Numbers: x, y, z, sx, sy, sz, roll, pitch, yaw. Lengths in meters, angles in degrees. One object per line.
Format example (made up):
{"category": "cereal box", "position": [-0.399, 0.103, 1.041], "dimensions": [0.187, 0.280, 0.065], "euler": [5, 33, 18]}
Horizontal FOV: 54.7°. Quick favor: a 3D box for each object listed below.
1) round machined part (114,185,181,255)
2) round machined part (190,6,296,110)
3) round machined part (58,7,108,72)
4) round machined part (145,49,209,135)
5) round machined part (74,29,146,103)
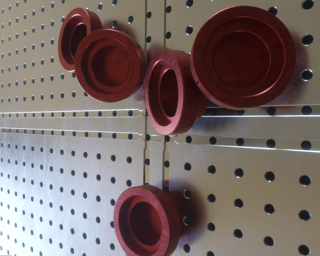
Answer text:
{"category": "round machined part", "position": [-0.012, 0.123, 0.407], "dimensions": [0.098, 0.042, 0.097], "euler": [0, 90, 39]}
{"category": "round machined part", "position": [0.079, -0.066, 0.311], "dimensions": [0.099, 0.042, 0.097], "euler": [0, 89, -1]}
{"category": "round machined part", "position": [-0.118, -0.134, 0.489], "dimensions": [0.098, 0.042, 0.097], "euler": [-3, 86, 44]}
{"category": "round machined part", "position": [0.021, -0.042, 0.364], "dimensions": [0.098, 0.042, 0.097], "euler": [18, 110, 62]}
{"category": "round machined part", "position": [-0.065, -0.087, 0.434], "dimensions": [0.098, 0.042, 0.097], "euler": [4, 103, 15]}
